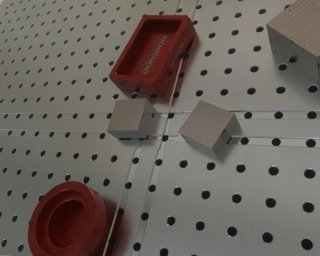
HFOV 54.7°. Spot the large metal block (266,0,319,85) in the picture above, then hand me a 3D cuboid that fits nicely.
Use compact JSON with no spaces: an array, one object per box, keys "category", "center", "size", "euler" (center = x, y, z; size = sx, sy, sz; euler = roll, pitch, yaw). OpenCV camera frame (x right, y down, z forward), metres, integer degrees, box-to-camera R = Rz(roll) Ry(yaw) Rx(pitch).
[{"category":"large metal block","center":[0.187,-0.111,0.362],"size":[0.080,0.050,0.080],"euler":[-37,51,3]}]

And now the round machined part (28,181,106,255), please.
[{"category":"round machined part","center":[-0.108,0.118,0.380],"size":[0.098,0.042,0.098],"euler":[-13,56,20]}]

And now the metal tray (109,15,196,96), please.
[{"category":"metal tray","center":[-0.011,-0.116,0.480],"size":[0.090,0.030,0.130],"euler":[14,68,33]}]

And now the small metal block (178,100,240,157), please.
[{"category":"small metal block","center":[0.059,0.000,0.377],"size":[0.050,0.025,0.050],"euler":[27,76,37]}]

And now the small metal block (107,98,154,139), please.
[{"category":"small metal block","center":[-0.041,-0.013,0.436],"size":[0.050,0.025,0.050],"euler":[-1,61,27]}]
